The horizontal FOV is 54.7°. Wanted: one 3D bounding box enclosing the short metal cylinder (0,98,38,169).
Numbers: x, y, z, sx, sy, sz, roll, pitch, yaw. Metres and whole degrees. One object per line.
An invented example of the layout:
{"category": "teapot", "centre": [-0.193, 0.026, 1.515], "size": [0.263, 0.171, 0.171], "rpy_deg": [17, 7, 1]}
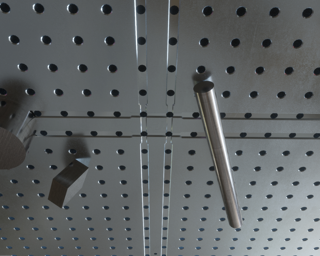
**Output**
{"category": "short metal cylinder", "centre": [-0.207, 0.008, 0.400], "size": [0.081, 0.050, 0.079], "rpy_deg": [0, 130, 0]}

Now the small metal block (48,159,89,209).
{"category": "small metal block", "centre": [-0.136, 0.082, 0.460], "size": [0.025, 0.050, 0.050], "rpy_deg": [32, 127, 7]}

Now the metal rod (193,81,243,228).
{"category": "metal rod", "centre": [0.094, 0.060, 0.463], "size": [0.025, 0.025, 0.299], "rpy_deg": [-13, 129, 10]}
